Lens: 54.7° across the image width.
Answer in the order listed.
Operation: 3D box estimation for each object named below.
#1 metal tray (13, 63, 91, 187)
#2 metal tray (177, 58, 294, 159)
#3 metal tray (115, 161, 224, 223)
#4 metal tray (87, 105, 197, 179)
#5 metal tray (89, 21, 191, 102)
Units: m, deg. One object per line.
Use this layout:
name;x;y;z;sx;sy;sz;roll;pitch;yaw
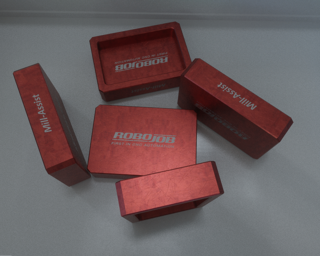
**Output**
metal tray;-0.127;-0.001;0.372;0.030;0.090;0.130;-23;72;-9
metal tray;0.084;-0.020;0.381;0.130;0.090;0.030;36;75;12
metal tray;0.008;0.072;0.325;0.091;0.130;0.030;-12;71;-5
metal tray;-0.020;0.020;0.396;0.131;0.030;0.090;3;70;1
metal tray;-0.026;-0.095;0.440;0.131;0.030;0.090;-12;71;-5
